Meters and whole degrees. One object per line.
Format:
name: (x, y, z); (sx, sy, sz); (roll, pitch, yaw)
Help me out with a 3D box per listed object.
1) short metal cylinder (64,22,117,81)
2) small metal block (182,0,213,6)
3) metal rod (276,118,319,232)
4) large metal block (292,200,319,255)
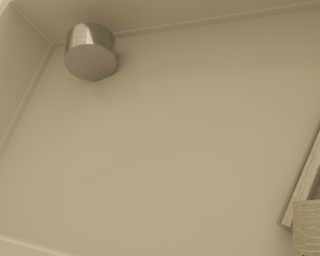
short metal cylinder: (-0.112, -0.122, 0.502); (0.080, 0.080, 0.050); (-18, 55, 17)
small metal block: (0.065, -0.236, 0.518); (0.050, 0.025, 0.050); (2, 62, 28)
metal rod: (0.192, -0.032, 0.324); (0.025, 0.025, 0.300); (19, 71, 35)
large metal block: (0.150, 0.098, 0.230); (0.080, 0.050, 0.080); (-23, 47, 51)
